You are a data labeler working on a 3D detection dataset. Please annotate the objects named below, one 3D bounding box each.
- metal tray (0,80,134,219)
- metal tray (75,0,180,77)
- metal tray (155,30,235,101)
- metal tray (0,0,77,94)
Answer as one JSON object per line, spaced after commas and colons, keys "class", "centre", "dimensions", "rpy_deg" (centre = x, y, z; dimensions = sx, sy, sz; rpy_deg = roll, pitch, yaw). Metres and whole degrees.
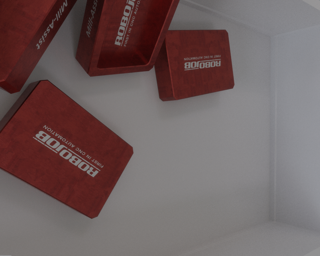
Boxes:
{"class": "metal tray", "centre": [-0.098, 0.025, 0.321], "dimensions": [0.130, 0.030, 0.090], "rpy_deg": [42, 64, -32]}
{"class": "metal tray", "centre": [-0.030, -0.118, 0.324], "dimensions": [0.091, 0.030, 0.129], "rpy_deg": [-14, 143, -39]}
{"class": "metal tray", "centre": [0.051, -0.093, 0.446], "dimensions": [0.131, 0.030, 0.089], "rpy_deg": [-15, 100, -39]}
{"class": "metal tray", "centre": [-0.128, -0.105, 0.253], "dimensions": [0.090, 0.030, 0.130], "rpy_deg": [27, 79, 1]}
